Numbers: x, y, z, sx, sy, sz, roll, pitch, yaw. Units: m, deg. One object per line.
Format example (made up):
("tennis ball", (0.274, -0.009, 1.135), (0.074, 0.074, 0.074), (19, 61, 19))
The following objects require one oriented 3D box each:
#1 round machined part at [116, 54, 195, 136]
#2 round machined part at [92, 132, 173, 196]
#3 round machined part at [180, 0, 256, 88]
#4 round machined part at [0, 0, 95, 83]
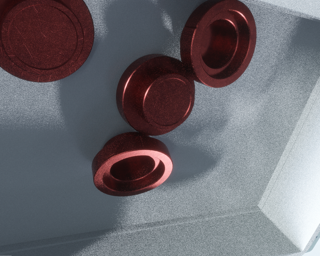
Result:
("round machined part", (0.002, -0.036, 0.367), (0.099, 0.042, 0.097), (-12, 116, -27))
("round machined part", (-0.036, 0.042, 0.392), (0.099, 0.042, 0.097), (-11, 139, -10))
("round machined part", (0.063, -0.100, 0.363), (0.099, 0.042, 0.097), (-15, 119, -29))
("round machined part", (-0.109, -0.087, 0.284), (0.099, 0.042, 0.097), (-14, 124, -21))
